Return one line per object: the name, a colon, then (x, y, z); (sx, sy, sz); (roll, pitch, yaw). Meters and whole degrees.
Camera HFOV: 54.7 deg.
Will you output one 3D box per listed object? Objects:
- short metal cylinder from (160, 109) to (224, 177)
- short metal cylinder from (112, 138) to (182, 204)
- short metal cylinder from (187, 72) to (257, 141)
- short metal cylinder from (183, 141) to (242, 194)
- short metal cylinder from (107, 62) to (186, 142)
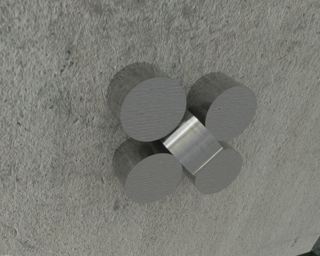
short metal cylinder: (0.037, 0.017, 0.405); (0.050, 0.080, 0.080); (-43, 130, 1)
short metal cylinder: (-0.017, 0.054, 0.416); (0.081, 0.050, 0.079); (-14, 125, -21)
short metal cylinder: (0.082, -0.029, 0.419); (0.081, 0.050, 0.079); (-14, 125, -21)
short metal cylinder: (0.075, 0.052, 0.466); (0.081, 0.050, 0.079); (-14, 125, -21)
short metal cylinder: (-0.016, -0.031, 0.364); (0.081, 0.050, 0.079); (-14, 125, -21)
